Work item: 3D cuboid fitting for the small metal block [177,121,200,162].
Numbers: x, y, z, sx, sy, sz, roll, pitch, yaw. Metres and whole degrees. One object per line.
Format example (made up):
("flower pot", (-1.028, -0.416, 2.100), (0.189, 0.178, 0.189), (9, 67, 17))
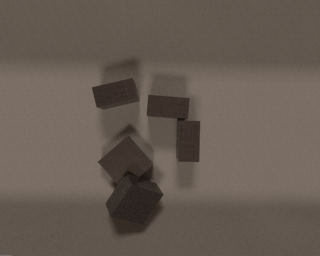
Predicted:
("small metal block", (0.035, 0.016, 0.399), (0.025, 0.050, 0.050), (1, 90, 0))

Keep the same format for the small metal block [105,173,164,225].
("small metal block", (-0.033, 0.091, 0.395), (0.050, 0.025, 0.050), (26, 102, -34))

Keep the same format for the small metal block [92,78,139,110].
("small metal block", (-0.055, -0.043, 0.398), (0.050, 0.050, 0.025), (-13, 90, 0))

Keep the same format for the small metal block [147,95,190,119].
("small metal block", (0.010, -0.026, 0.399), (0.050, 0.050, 0.025), (5, 90, -1))

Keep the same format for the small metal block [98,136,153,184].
("small metal block", (-0.045, 0.046, 0.411), (0.050, 0.025, 0.050), (-41, 90, 0))
